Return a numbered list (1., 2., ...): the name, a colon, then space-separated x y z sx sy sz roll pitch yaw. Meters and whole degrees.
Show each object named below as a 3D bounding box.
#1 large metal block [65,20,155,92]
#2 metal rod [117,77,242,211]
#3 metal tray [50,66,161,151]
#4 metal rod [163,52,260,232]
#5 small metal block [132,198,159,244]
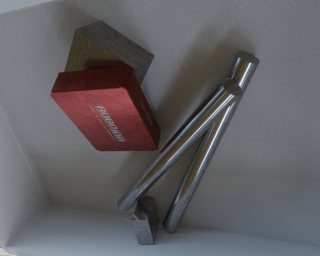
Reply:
1. large metal block: -0.066 -0.071 0.382 0.080 0.050 0.079 35 129 5
2. metal rod: 0.006 0.043 0.413 0.025 0.025 0.298 39 134 1
3. metal tray: -0.059 -0.016 0.378 0.090 0.030 0.130 -2 146 16
4. metal rod: 0.053 0.042 0.405 0.025 0.025 0.298 26 128 11
5. small metal block: -0.022 0.146 0.489 0.025 0.050 0.050 -4 117 13
